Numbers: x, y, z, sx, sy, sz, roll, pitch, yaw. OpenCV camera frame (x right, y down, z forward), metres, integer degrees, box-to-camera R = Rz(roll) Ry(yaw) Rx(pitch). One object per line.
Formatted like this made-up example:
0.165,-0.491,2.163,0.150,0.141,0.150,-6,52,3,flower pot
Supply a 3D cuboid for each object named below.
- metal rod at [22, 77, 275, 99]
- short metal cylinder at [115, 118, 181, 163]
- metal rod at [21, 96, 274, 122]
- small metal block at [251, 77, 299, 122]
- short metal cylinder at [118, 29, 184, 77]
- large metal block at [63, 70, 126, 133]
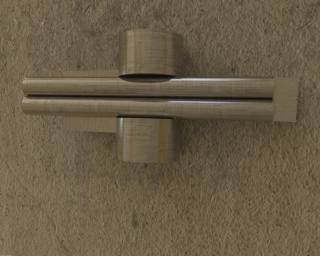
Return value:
-0.023,-0.049,0.371,0.301,0.025,0.025,2,91,12,metal rod
-0.015,0.013,0.386,0.080,0.080,0.050,2,91,20,short metal cylinder
-0.024,-0.024,0.371,0.301,0.025,0.025,2,91,12,metal rod
0.133,-0.033,0.363,0.050,0.025,0.050,3,91,20,small metal block
-0.011,-0.086,0.385,0.080,0.080,0.050,2,91,20,short metal cylinder
-0.082,-0.035,0.426,0.080,0.050,0.080,2,91,20,large metal block
